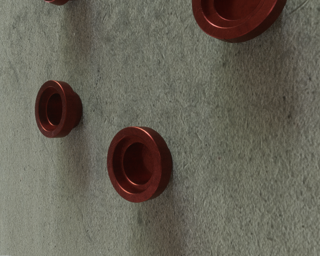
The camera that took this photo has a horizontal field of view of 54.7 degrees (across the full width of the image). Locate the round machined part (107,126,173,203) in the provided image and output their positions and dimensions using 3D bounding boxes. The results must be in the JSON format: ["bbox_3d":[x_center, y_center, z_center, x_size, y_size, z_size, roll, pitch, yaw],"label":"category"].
[{"bbox_3d":[-0.023,0.046,0.413,0.098,0.042,0.097,0,90,40],"label":"round machined part"}]

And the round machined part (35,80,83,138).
[{"bbox_3d":[-0.172,-0.032,0.536,0.098,0.042,0.097,0,90,40],"label":"round machined part"}]

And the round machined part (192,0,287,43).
[{"bbox_3d":[0.086,-0.138,0.323,0.098,0.042,0.097,0,90,40],"label":"round machined part"}]

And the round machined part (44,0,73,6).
[{"bbox_3d":[-0.165,-0.259,0.530,0.098,0.042,0.097,0,90,40],"label":"round machined part"}]
